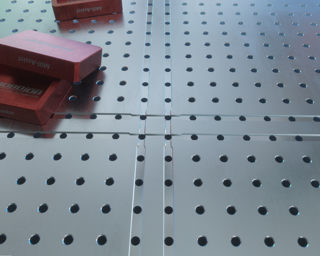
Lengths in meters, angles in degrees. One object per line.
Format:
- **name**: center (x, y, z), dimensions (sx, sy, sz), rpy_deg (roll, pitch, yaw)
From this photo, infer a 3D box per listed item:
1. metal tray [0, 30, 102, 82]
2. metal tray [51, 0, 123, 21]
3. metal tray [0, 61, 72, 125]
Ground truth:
- **metal tray**: center (-0.166, -0.112, 0.470), dimensions (0.131, 0.030, 0.090), rpy_deg (15, 30, 6)
- **metal tray**: center (-0.149, -0.259, 0.620), dimensions (0.131, 0.030, 0.090), rpy_deg (-13, 51, -11)
- **metal tray**: center (-0.209, -0.058, 0.449), dimensions (0.131, 0.030, 0.090), rpy_deg (11, 51, 9)
